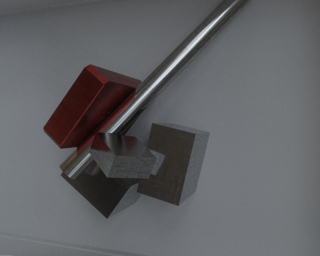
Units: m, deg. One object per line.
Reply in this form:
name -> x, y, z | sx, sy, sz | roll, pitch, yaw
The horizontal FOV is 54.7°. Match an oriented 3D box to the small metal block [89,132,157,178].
small metal block -> -0.040, 0.029, 0.330 | 0.050, 0.050, 0.025 | 40, 114, 47

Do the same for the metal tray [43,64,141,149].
metal tray -> -0.066, -0.022, 0.375 | 0.030, 0.130, 0.090 | 42, 104, 16

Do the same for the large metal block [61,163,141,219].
large metal block -> -0.064, 0.062, 0.403 | 0.080, 0.080, 0.050 | 38, 102, 15

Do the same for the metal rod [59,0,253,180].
metal rod -> 0.000, -0.057, 0.360 | 0.025, 0.025, 0.300 | 43, 86, 14

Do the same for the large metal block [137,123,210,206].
large metal block -> 0.019, 0.039, 0.373 | 0.050, 0.080, 0.079 | 14, 95, 19
